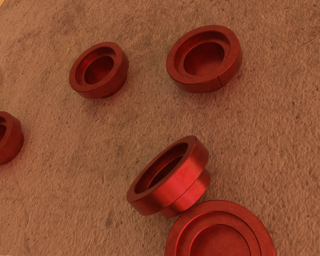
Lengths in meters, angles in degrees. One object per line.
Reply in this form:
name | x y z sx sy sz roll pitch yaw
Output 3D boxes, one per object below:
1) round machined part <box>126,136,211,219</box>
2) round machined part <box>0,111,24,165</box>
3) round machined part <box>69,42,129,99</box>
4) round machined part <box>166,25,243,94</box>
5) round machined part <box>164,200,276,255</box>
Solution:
round machined part | 0.014 0.056 0.330 0.098 0.042 0.098 -41 10 9
round machined part | -0.271 0.024 0.521 0.098 0.042 0.098 -13 56 21
round machined part | -0.092 -0.086 0.495 0.098 0.042 0.098 -13 56 21
round machined part | 0.061 -0.086 0.414 0.098 0.042 0.098 -13 56 21
round machined part | 0.057 0.120 0.288 0.098 0.042 0.098 -12 58 20
